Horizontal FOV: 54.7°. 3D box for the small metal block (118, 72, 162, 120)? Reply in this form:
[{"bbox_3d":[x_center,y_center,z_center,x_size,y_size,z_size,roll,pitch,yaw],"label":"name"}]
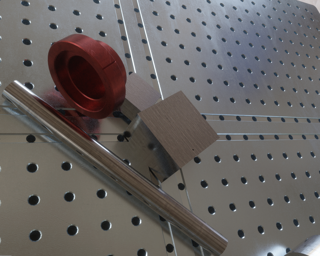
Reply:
[{"bbox_3d":[-0.034,-0.041,0.413,0.050,0.025,0.050,41,44,-1],"label":"small metal block"}]

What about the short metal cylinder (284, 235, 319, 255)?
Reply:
[{"bbox_3d":[0.193,0.177,0.371,0.050,0.080,0.080,-15,70,-34],"label":"short metal cylinder"}]

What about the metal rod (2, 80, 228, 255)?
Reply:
[{"bbox_3d":[-0.048,0.048,0.353,0.301,0.025,0.025,38,51,-3],"label":"metal rod"}]

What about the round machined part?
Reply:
[{"bbox_3d":[-0.078,-0.062,0.358,0.098,0.097,0.042,43,51,1],"label":"round machined part"}]

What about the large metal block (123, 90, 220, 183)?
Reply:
[{"bbox_3d":[0.015,0.009,0.396,0.081,0.050,0.080,-32,80,-38],"label":"large metal block"}]
